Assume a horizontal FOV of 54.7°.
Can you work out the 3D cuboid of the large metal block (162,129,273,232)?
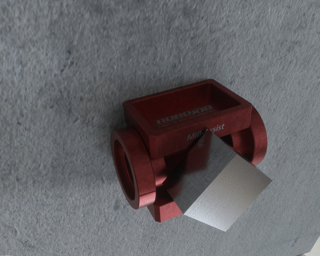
[{"bbox_3d":[0.064,0.060,0.347,0.080,0.050,0.080,34,99,-39],"label":"large metal block"}]

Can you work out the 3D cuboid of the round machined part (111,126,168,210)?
[{"bbox_3d":[-0.024,0.045,0.377,0.042,0.098,0.097,-15,125,-21],"label":"round machined part"}]

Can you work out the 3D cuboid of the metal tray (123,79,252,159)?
[{"bbox_3d":[0.032,-0.017,0.376,0.131,0.090,0.030,-17,126,-19],"label":"metal tray"}]

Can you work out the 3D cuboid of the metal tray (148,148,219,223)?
[{"bbox_3d":[0.036,0.067,0.427,0.131,0.090,0.030,-16,125,-20],"label":"metal tray"}]

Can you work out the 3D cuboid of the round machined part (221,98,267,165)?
[{"bbox_3d":[0.096,0.010,0.421,0.042,0.098,0.097,-15,125,-21],"label":"round machined part"}]
